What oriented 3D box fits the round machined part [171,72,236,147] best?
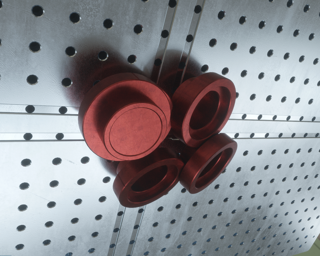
[{"bbox_3d":[0.050,-0.027,0.401,0.099,0.042,0.097,-28,136,-30],"label":"round machined part"}]

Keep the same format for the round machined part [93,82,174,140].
[{"bbox_3d":[-0.036,-0.016,0.371,0.099,0.042,0.097,-14,125,-21],"label":"round machined part"}]

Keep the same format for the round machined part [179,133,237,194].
[{"bbox_3d":[0.063,0.045,0.449,0.099,0.042,0.097,-35,150,-24],"label":"round machined part"}]

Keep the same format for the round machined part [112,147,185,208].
[{"bbox_3d":[-0.019,0.060,0.417,0.099,0.042,0.097,-24,144,-18],"label":"round machined part"}]

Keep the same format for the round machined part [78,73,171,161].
[{"bbox_3d":[-0.032,-0.005,0.326,0.099,0.042,0.097,-14,125,-21],"label":"round machined part"}]
